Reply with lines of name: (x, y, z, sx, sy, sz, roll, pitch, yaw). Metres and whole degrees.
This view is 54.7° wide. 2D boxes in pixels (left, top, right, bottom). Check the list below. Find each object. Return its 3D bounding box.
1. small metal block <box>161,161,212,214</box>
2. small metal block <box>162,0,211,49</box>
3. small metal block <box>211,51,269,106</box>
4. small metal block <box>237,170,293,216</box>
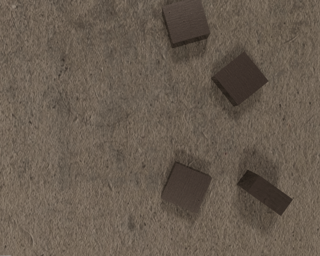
small metal block: (0.034, 0.077, 0.411, 0.050, 0.025, 0.050, 23, 90, -1)
small metal block: (0.034, -0.139, 0.410, 0.050, 0.025, 0.050, -16, 90, -1)
small metal block: (0.105, -0.064, 0.411, 0.050, 0.025, 0.050, -39, 91, 0)
small metal block: (0.133, 0.082, 0.399, 0.050, 0.050, 0.025, 36, 90, -1)
